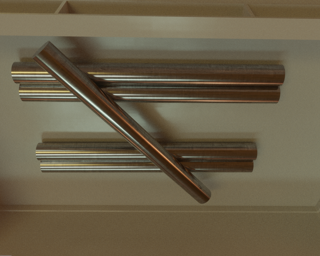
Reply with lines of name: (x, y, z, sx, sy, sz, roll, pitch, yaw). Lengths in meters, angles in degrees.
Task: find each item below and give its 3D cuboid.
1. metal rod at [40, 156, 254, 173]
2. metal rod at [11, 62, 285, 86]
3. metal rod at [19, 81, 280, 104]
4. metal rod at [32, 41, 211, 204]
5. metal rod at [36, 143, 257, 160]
metal rod: (-0.018, 0.052, 0.451, 0.302, 0.025, 0.025, 0, 130, -1)
metal rod: (-0.012, -0.062, 0.354, 0.302, 0.025, 0.025, 0, 130, -1)
metal rod: (-0.011, -0.043, 0.370, 0.302, 0.025, 0.025, 0, 130, -1)
metal rod: (-0.026, 0.012, 0.385, 0.025, 0.025, 0.300, -31, 124, 23)
metal rod: (-0.018, 0.033, 0.434, 0.302, 0.025, 0.025, 0, 130, -1)
